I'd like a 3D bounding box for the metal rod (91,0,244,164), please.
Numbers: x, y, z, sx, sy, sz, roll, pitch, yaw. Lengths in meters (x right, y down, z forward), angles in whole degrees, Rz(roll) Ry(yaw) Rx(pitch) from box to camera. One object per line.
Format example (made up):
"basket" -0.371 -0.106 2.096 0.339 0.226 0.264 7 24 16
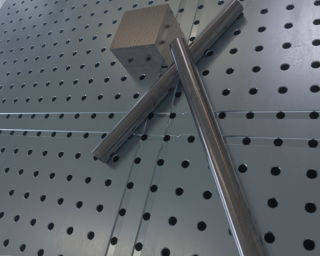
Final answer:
"metal rod" 0.014 -0.070 0.443 0.300 0.025 0.025 -48 51 -6

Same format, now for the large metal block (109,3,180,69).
"large metal block" -0.022 -0.143 0.492 0.080 0.050 0.080 2 63 29

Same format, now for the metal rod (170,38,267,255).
"metal rod" 0.058 0.009 0.355 0.025 0.025 0.299 -23 58 14
